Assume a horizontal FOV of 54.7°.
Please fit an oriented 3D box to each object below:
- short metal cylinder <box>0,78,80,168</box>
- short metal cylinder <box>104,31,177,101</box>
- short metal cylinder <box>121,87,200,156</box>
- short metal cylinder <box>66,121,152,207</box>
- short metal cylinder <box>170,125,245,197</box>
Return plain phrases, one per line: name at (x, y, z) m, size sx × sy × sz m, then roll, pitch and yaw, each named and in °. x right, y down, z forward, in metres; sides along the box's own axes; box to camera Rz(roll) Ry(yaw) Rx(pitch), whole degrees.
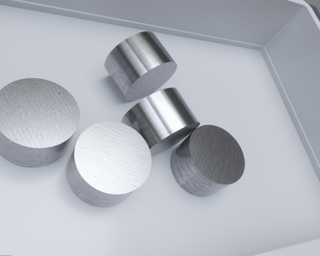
short metal cylinder at (-0.130, -0.005, 0.323) m, size 0.081 × 0.050 × 0.080 m, roll 14°, pitch 56°, yaw -21°
short metal cylinder at (-0.025, -0.080, 0.407) m, size 0.081 × 0.080 × 0.050 m, roll -26°, pitch 76°, yaw -37°
short metal cylinder at (0.001, -0.005, 0.375) m, size 0.081 × 0.080 × 0.050 m, roll -22°, pitch 74°, yaw -36°
short metal cylinder at (-0.056, 0.040, 0.335) m, size 0.081 × 0.050 × 0.080 m, roll 12°, pitch 58°, yaw -20°
short metal cylinder at (0.060, 0.043, 0.398) m, size 0.081 × 0.050 × 0.080 m, roll 14°, pitch 56°, yaw -21°
